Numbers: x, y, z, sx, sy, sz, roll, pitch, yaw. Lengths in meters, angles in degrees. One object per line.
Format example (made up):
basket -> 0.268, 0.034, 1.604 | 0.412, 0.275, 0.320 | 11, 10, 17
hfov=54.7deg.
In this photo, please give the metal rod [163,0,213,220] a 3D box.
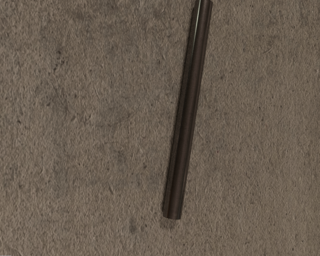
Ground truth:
metal rod -> 0.039, -0.028, 0.424 | 0.025, 0.025, 0.298 | 10, 87, -20
